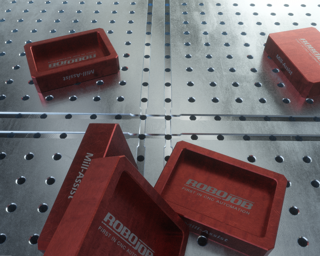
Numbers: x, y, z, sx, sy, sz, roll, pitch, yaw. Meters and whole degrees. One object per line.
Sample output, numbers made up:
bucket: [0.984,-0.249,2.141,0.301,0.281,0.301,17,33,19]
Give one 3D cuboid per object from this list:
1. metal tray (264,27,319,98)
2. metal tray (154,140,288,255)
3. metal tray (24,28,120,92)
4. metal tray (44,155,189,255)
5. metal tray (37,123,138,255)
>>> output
metal tray: [0.241,-0.110,0.500,0.091,0.030,0.130,-12,51,-10]
metal tray: [0.064,0.074,0.342,0.130,0.030,0.090,19,52,14]
metal tray: [-0.141,-0.112,0.496,0.131,0.030,0.090,-18,53,-15]
metal tray: [-0.024,0.096,0.260,0.030,0.130,0.090,-9,43,32]
metal tray: [-0.060,0.070,0.303,0.030,0.090,0.130,1,49,15]
